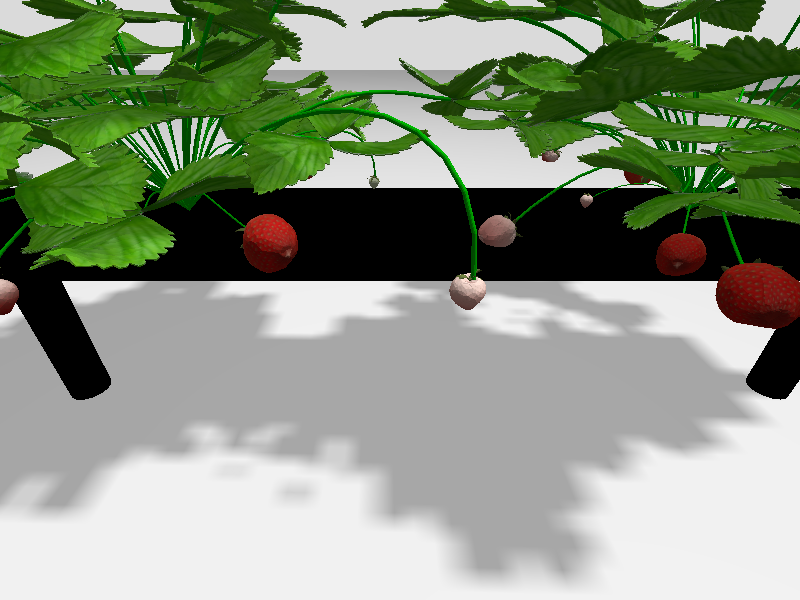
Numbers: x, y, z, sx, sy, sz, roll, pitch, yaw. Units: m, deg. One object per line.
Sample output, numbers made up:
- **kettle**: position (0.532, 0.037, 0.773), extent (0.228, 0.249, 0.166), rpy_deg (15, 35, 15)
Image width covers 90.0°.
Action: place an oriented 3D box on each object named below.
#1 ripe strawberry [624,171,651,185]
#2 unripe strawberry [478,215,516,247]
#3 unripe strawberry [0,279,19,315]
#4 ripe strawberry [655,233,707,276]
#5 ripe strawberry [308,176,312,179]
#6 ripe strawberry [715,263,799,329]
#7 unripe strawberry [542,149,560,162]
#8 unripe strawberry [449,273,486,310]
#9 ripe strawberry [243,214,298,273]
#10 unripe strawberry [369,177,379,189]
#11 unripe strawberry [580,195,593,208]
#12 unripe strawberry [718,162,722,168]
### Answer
- **ripe strawberry**: position (0.254, -0.140, 0.427), extent (0.032, 0.034, 0.035), rpy_deg (-2, 31, -3)
- **unripe strawberry**: position (0.067, -0.048, 0.283), extent (0.024, 0.023, 0.026), rpy_deg (-23, 37, -14)
- **unripe strawberry**: position (-0.217, -0.002, 0.214), extent (0.021, 0.021, 0.018), rpy_deg (5, 28, 8)
- **ripe strawberry**: position (0.173, -0.026, 0.248), extent (0.026, 0.027, 0.028), rpy_deg (20, 37, 29)
- **ripe strawberry**: position (-0.104, -0.150, 0.439), extent (0.037, 0.033, 0.034), rpy_deg (24, 38, 33)
- **ripe strawberry**: position (0.179, -0.001, 0.198), extent (0.036, 0.031, 0.036), rpy_deg (13, 35, 20)
- **unripe strawberry**: position (0.191, -0.184, 0.508), extent (0.023, 0.020, 0.021), rpy_deg (-11, -2, -18)
- **unripe strawberry**: position (0.037, -0.004, 0.218), extent (0.019, 0.020, 0.018), rpy_deg (20, 37, 30)
- **ripe strawberry**: position (-0.080, -0.035, 0.254), extent (0.035, 0.037, 0.037), rpy_deg (-27, 41, -36)
- **unripe strawberry**: position (-0.026, -0.120, 0.409), extent (0.011, 0.012, 0.011), rpy_deg (-11, 33, -17)
- **unripe strawberry**: position (0.172, -0.091, 0.369), extent (0.011, 0.011, 0.011), rpy_deg (4, 32, 7)
- **unripe strawberry**: position (0.372, -0.159, 0.463), extent (0.011, 0.011, 0.010), rpy_deg (25, 39, 34)
